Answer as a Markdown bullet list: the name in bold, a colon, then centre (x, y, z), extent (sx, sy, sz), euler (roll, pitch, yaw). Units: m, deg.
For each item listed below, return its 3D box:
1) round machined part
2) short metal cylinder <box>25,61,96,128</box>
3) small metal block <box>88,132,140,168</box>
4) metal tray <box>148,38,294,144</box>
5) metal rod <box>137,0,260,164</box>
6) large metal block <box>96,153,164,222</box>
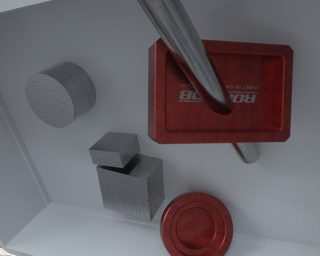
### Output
- **round machined part**: centre (0.048, 0.139, 0.434), extent (0.098, 0.098, 0.042), euler (43, 168, -2)
- **short metal cylinder**: centre (-0.138, -0.047, 0.434), extent (0.080, 0.050, 0.079), euler (13, 124, 20)
- **small metal block**: centre (-0.064, 0.030, 0.443), extent (0.050, 0.050, 0.025), euler (4, 120, 26)
- **metal tray**: centre (0.056, -0.032, 0.287), extent (0.131, 0.030, 0.089), euler (0, 94, -13)
- **metal rod**: centre (0.037, -0.045, 0.267), extent (0.025, 0.025, 0.300), euler (-6, 146, 30)
- **large metal block**: centre (-0.042, 0.084, 0.465), extent (0.080, 0.050, 0.079), euler (10, 123, 22)
